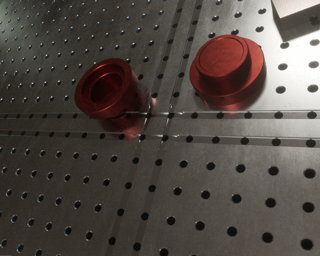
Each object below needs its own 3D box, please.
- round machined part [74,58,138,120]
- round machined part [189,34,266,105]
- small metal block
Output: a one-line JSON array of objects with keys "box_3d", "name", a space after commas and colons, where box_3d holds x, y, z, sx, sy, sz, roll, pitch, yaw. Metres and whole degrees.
[{"box_3d": [-0.076, -0.054, 0.469, 0.098, 0.042, 0.098, -13, 56, 20], "name": "round machined part"}, {"box_3d": [0.084, -0.082, 0.403, 0.098, 0.042, 0.098, -13, 56, 20], "name": "round machined part"}, {"box_3d": [0.180, -0.163, 0.413, 0.050, 0.025, 0.050, -17, 55, 18], "name": "small metal block"}]
